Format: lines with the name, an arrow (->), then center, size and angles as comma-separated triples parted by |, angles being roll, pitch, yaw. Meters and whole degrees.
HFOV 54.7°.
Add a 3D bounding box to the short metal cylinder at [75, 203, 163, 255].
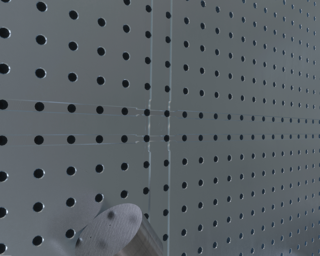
short metal cylinder -> -0.043, 0.129, 0.337 | 0.080, 0.080, 0.050 | -42, 116, -32
